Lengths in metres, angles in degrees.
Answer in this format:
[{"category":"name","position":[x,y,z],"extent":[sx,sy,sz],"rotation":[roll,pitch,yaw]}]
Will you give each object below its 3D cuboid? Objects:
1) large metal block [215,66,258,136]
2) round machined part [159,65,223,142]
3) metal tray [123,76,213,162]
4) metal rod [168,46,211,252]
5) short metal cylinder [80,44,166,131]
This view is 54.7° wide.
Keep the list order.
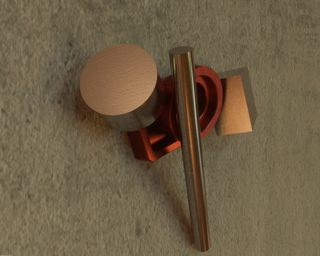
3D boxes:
[{"category":"large metal block","position":[0.109,-0.042,0.462],"extent":[0.080,0.050,0.080],"rotation":[-41,118,-61]},{"category":"round machined part","position":[0.033,-0.032,0.393],"extent":[0.099,0.042,0.097],"rotation":[-19,118,-39]},{"category":"metal tray","position":[0.013,-0.021,0.416],"extent":[0.131,0.030,0.089],"rotation":[-26,107,-37]},{"category":"metal rod","position":[0.042,0.048,0.387],"extent":[0.025,0.025,0.298],"rotation":[-34,128,-35]},{"category":"short metal cylinder","position":[-0.037,-0.042,0.332],"extent":[0.050,0.080,0.080],"rotation":[60,46,-68]}]
